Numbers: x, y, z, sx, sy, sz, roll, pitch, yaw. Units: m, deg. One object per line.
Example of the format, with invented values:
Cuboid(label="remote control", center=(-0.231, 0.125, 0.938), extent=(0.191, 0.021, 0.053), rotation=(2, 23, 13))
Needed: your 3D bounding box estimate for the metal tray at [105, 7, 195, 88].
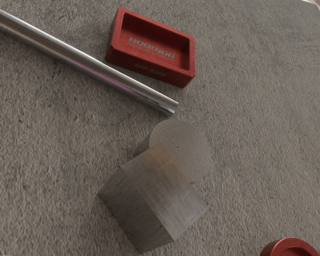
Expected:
Cuboid(label="metal tray", center=(-0.011, -0.121, 0.469), extent=(0.131, 0.030, 0.090), rotation=(16, 55, -19))

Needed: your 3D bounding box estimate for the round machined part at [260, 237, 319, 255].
Cuboid(label="round machined part", center=(0.153, 0.184, 0.366), extent=(0.099, 0.042, 0.098), rotation=(14, 56, -21))

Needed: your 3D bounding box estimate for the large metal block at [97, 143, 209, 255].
Cuboid(label="large metal block", center=(-0.011, 0.075, 0.318), extent=(0.050, 0.080, 0.080), rotation=(-30, 79, -38))

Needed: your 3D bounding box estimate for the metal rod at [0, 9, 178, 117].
Cuboid(label="metal rod", center=(-0.113, -0.091, 0.399), extent=(0.301, 0.025, 0.025), rotation=(26, 52, -12))

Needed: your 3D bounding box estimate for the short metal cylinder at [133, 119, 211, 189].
Cuboid(label="short metal cylinder", center=(0.014, 0.036, 0.375), extent=(0.081, 0.050, 0.080), rotation=(14, 56, -21))
